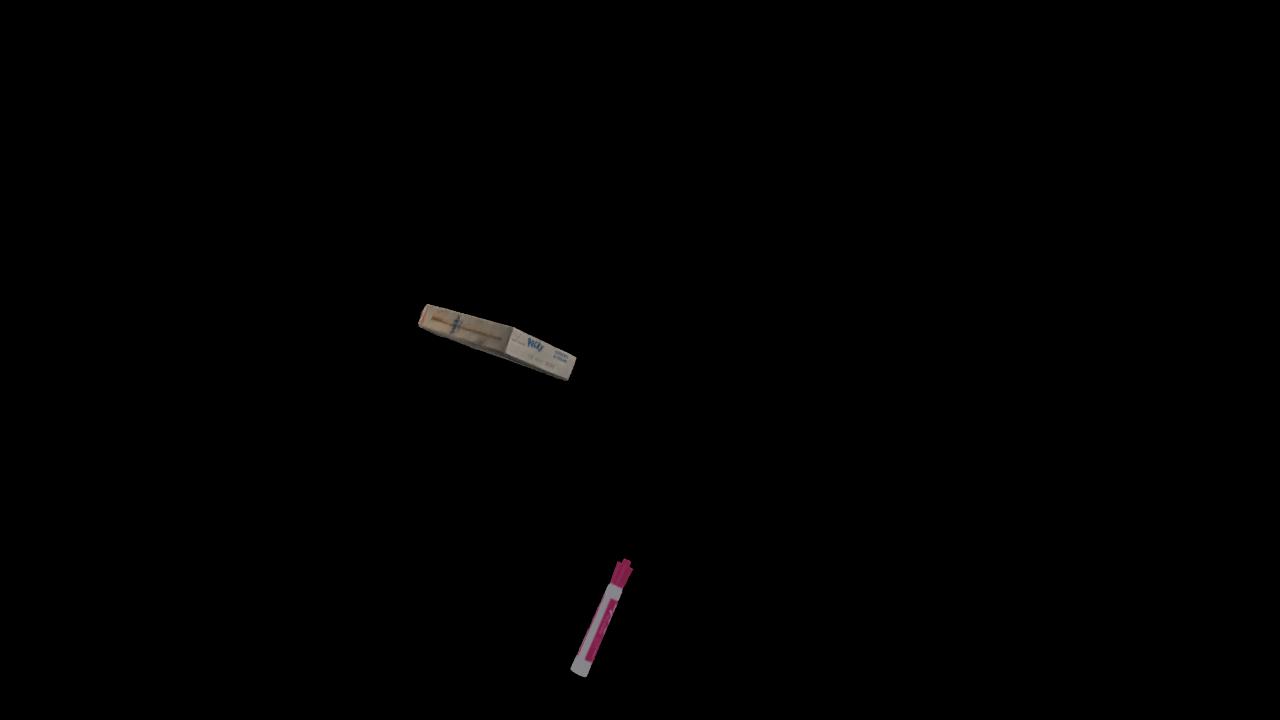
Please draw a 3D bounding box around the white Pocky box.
[{"bbox_3d":[-0.141,-0.018,0.599,0.154,0.028,0.084,16,-7,42],"label":"white Pocky box"}]

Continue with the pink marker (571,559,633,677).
[{"bbox_3d":[-0.038,0.268,0.645,0.020,0.121,0.020,23,-17,7],"label":"pink marker"}]
